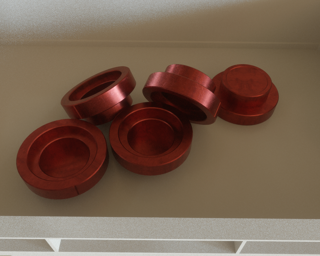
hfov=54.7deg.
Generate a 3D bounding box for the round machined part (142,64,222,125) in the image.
[{"bbox_3d":[0.031,-0.045,0.391,0.098,0.098,0.042,20,77,16],"label":"round machined part"}]

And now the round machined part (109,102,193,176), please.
[{"bbox_3d":[-0.011,0.017,0.380,0.099,0.042,0.098,0,50,0],"label":"round machined part"}]

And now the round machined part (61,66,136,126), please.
[{"bbox_3d":[-0.076,-0.039,0.408,0.098,0.042,0.098,-20,28,11],"label":"round machined part"}]

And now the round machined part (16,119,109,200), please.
[{"bbox_3d":[-0.108,0.039,0.360,0.099,0.042,0.098,0,50,0],"label":"round machined part"}]

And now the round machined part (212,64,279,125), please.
[{"bbox_3d":[0.119,-0.054,0.441,0.099,0.042,0.098,0,50,0],"label":"round machined part"}]
